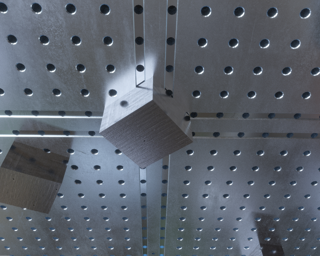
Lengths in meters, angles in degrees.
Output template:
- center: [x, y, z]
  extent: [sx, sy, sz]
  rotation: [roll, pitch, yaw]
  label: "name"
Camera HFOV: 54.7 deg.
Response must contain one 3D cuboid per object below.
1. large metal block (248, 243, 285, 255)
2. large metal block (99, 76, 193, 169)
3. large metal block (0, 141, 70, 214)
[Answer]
- center: [0.218, 0.295, 0.630]
  extent: [0.050, 0.080, 0.079]
  rotation: [10, 129, -9]
  label: "large metal block"
- center: [-0.016, -0.004, 0.391]
  extent: [0.080, 0.050, 0.080]
  rotation: [-30, 124, 23]
  label: "large metal block"
- center: [-0.189, 0.075, 0.456]
  extent: [0.080, 0.050, 0.079]
  rotation: [20, 127, -17]
  label: "large metal block"
